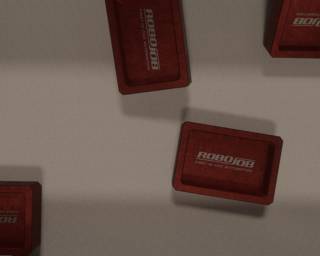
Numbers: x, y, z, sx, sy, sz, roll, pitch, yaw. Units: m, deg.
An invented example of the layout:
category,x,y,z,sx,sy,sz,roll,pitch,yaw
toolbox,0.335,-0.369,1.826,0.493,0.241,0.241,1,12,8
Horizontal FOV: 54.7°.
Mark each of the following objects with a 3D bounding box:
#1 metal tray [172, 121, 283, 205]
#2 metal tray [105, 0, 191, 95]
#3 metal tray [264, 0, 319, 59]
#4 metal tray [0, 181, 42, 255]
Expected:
category,x,y,z,sx,sy,sz,roll,pitch,yaw
metal tray,0.087,0.045,0.410,0.131,0.030,0.089,9,90,-1
metal tray,-0.014,-0.111,0.390,0.090,0.030,0.129,-6,98,13
metal tray,0.207,-0.134,0.387,0.131,0.030,0.089,1,128,-1
metal tray,-0.227,0.116,0.405,0.131,0.030,0.089,1,90,-1
